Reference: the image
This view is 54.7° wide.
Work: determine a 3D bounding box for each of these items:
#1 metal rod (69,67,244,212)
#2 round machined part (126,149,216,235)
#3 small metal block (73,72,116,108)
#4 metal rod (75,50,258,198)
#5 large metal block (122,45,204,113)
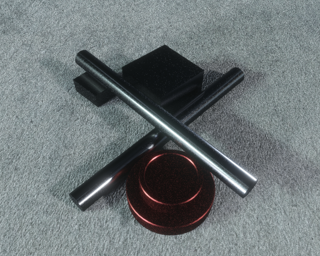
[{"bbox_3d":[0.014,0.000,0.407,0.025,0.025,0.302,37,59,26],"label":"metal rod"},{"bbox_3d":[0.012,0.062,0.341,0.099,0.042,0.098,0,50,0],"label":"round machined part"},{"bbox_3d":[-0.090,-0.063,0.458,0.050,0.025,0.050,35,58,25],"label":"small metal block"},{"bbox_3d":[-0.011,-0.020,0.389,0.025,0.025,0.300,-36,59,-27],"label":"metal rod"},{"bbox_3d":[0.004,-0.066,0.445,0.080,0.050,0.080,-34,58,-26],"label":"large metal block"}]
